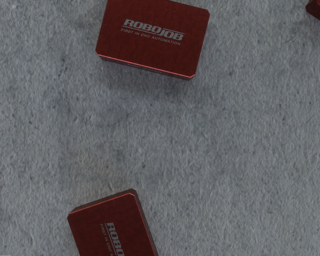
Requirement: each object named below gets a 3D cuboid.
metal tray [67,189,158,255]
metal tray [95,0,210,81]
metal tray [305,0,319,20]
[{"bbox_3d":[-0.056,0.156,0.407,0.090,0.030,0.129,-19,90,-1],"label":"metal tray"},{"bbox_3d":[-0.009,-0.122,0.407,0.131,0.030,0.089,14,90,-1],"label":"metal tray"},{"bbox_3d":[0.276,-0.163,0.410,0.130,0.030,0.090,34,90,-1],"label":"metal tray"}]
